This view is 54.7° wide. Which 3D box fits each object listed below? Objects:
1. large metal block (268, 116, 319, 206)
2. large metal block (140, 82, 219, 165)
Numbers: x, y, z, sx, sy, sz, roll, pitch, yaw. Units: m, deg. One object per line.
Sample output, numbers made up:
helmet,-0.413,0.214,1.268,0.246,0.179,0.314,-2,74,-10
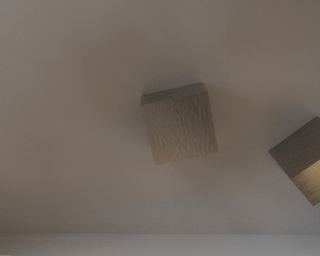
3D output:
large metal block,0.200,0.040,0.400,0.080,0.080,0.050,-40,106,13
large metal block,0.024,-0.007,0.396,0.080,0.050,0.079,-12,110,4
